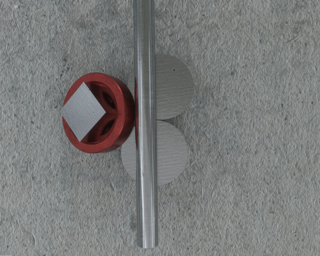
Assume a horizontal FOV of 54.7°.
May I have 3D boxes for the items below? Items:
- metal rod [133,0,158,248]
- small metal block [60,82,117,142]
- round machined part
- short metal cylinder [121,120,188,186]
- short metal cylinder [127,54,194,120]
[{"bbox_3d":[-0.017,-0.014,0.361,0.025,0.025,0.298,-1,90,0],"label":"metal rod"},{"bbox_3d":[-0.085,-0.018,0.370,0.050,0.025,0.050,-46,68,19],"label":"small metal block"},{"bbox_3d":[-0.072,-0.017,0.389,0.098,0.042,0.097,-1,87,29],"label":"round machined part"},{"bbox_3d":[-0.007,0.030,0.398,0.081,0.050,0.080,0,89,0],"label":"short metal cylinder"},{"bbox_3d":[0.001,-0.050,0.399,0.081,0.050,0.079,0,90,0],"label":"short metal cylinder"}]
